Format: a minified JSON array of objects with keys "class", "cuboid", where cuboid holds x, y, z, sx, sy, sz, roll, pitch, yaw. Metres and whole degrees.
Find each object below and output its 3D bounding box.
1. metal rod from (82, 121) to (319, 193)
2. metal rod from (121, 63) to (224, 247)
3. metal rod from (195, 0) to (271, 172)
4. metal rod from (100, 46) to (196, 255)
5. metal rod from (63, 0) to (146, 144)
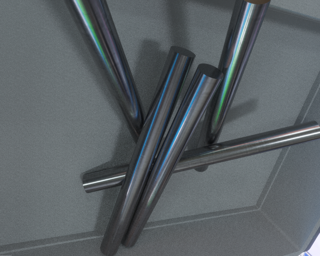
[{"class":"metal rod","cuboid":[0.050,0.038,0.397,0.302,0.025,0.025,-14,127,3]},{"class":"metal rod","cuboid":[-0.001,0.057,0.370,0.025,0.025,0.298,-1,134,-28]},{"class":"metal rod","cuboid":[0.067,-0.021,0.356,0.025,0.025,0.299,-23,152,-15]},{"class":"metal rod","cuboid":[-0.025,0.049,0.365,0.025,0.025,0.298,2,124,-30]},{"class":"metal rod","cuboid":[-0.036,-0.041,0.283,0.025,0.025,0.299,-32,155,-8]}]
